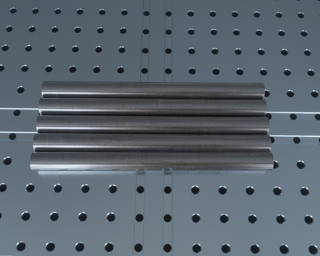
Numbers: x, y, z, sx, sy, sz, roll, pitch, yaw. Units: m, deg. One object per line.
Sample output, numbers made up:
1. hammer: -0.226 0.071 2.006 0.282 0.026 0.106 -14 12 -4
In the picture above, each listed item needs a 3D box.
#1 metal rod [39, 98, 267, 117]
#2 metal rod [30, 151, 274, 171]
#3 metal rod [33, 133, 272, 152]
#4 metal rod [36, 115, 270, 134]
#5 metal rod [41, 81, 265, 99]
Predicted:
1. metal rod: -0.009 -0.028 0.422 0.302 0.025 0.025 0 70 -1
2. metal rod: -0.009 0.042 0.396 0.302 0.025 0.025 0 70 -1
3. metal rod: -0.009 0.020 0.404 0.302 0.025 0.025 0 70 -1
4. metal rod: -0.009 -0.004 0.413 0.302 0.025 0.025 0 70 -1
5. metal rod: -0.009 -0.051 0.430 0.302 0.025 0.025 0 70 -1
